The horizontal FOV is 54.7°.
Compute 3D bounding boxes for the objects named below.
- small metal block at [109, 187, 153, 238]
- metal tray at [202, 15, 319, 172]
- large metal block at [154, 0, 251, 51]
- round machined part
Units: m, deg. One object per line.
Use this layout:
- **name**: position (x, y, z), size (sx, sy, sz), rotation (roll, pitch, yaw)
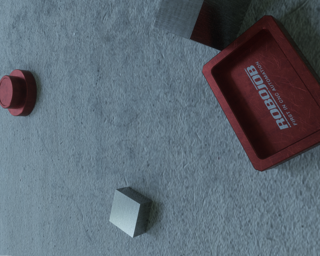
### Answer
- **small metal block**: position (-0.042, 0.118, 0.440), size (0.050, 0.025, 0.050), rotation (20, 103, 38)
- **metal tray**: position (0.109, -0.033, 0.311), size (0.090, 0.030, 0.130), rotation (-37, 67, 33)
- **large metal block**: position (0.050, -0.131, 0.328), size (0.050, 0.081, 0.079), rotation (32, 110, 35)
- **round machined part**: position (-0.300, -0.073, 0.642), size (0.098, 0.042, 0.097), rotation (0, 90, 40)
